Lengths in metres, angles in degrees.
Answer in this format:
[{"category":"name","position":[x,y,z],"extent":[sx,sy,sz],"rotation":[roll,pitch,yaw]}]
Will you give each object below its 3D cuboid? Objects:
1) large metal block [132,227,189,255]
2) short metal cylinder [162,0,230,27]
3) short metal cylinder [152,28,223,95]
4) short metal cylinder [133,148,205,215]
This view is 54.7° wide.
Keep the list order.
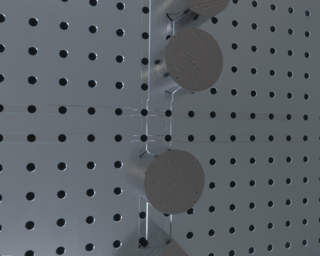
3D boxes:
[{"category":"large metal block","position":[0.005,0.192,0.401],"extent":[0.080,0.050,0.080],"rotation":[-43,104,-15]},{"category":"short metal cylinder","position":[0.048,-0.183,0.417],"extent":[0.081,0.050,0.080],"rotation":[0,90,-20]},{"category":"short metal cylinder","position":[0.036,-0.086,0.412],"extent":[0.081,0.050,0.080],"rotation":[0,90,-20]},{"category":"short metal cylinder","position":[0.011,0.066,0.403],"extent":[0.081,0.050,0.080],"rotation":[0,90,-20]}]
